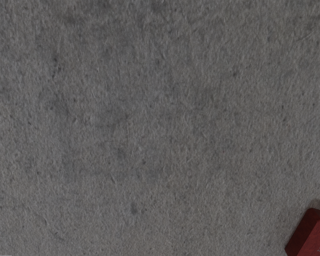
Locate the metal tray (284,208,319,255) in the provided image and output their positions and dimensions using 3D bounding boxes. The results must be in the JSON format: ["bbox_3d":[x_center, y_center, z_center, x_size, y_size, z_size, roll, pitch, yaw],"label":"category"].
[{"bbox_3d":[0.275,0.183,0.479,0.131,0.030,0.089,17,109,-7],"label":"metal tray"}]
